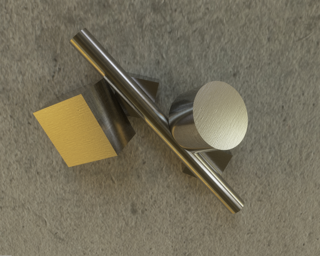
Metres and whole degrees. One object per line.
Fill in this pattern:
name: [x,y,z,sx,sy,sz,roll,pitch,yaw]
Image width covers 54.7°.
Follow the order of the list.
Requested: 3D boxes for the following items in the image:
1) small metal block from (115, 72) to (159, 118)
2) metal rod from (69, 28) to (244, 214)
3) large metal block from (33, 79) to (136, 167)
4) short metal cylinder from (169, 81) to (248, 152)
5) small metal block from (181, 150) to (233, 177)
small metal block: [-0.031,-0.042,0.396,0.050,0.025,0.050,11,110,-5]
metal rod: [0.007,0.002,0.385,0.025,0.025,0.300,-39,106,13]
large metal block: [-0.090,-0.005,0.377,0.080,0.050,0.080,-15,112,30]
short metal cylinder: [0.058,-0.011,0.373,0.081,0.050,0.080,5,80,-29]
small metal block: [0.064,0.044,0.429,0.050,0.025,0.050,23,108,-9]
